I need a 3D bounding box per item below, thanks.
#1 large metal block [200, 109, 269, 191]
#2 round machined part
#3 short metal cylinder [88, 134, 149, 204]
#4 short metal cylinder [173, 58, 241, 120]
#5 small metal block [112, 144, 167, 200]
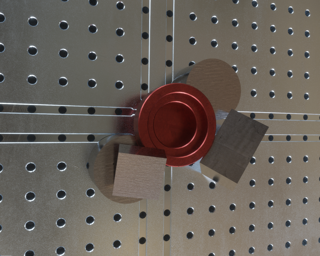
[{"bbox_3d":[0.096,0.032,0.412,0.050,0.080,0.080,29,79,17],"label":"large metal block"},{"bbox_3d":[0.015,-0.004,0.378,0.099,0.042,0.097,0,90,-20],"label":"round machined part"},{"bbox_3d":[-0.045,0.048,0.382,0.081,0.050,0.079,0,90,-20],"label":"short metal cylinder"},{"bbox_3d":[0.062,-0.050,0.422,0.081,0.050,0.079,0,90,-20],"label":"short metal cylinder"},{"bbox_3d":[-0.023,0.048,0.338,0.050,0.025,0.050,8,107,-8],"label":"small metal block"}]
